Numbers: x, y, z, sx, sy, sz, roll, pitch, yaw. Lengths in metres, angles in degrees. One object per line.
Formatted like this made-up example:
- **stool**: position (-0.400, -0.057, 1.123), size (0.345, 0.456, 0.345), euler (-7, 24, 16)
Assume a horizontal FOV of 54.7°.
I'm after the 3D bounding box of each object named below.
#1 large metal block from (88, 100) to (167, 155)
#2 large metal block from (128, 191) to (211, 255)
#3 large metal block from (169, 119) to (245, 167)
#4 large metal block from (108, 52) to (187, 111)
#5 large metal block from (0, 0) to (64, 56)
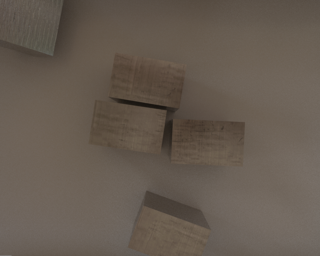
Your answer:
- **large metal block**: position (-0.036, -0.001, 0.383), size (0.081, 0.080, 0.050), euler (8, 90, -1)
- **large metal block**: position (0.011, 0.123, 0.384), size (0.080, 0.080, 0.050), euler (20, 90, -1)
- **large metal block**: position (0.053, 0.016, 0.385), size (0.081, 0.080, 0.050), euler (3, 90, -1)
- **large metal block**: position (-0.014, -0.053, 0.384), size (0.080, 0.080, 0.050), euler (9, 90, -1)
- **large metal block**: position (-0.172, -0.138, 0.375), size (0.050, 0.081, 0.080), euler (11, 90, 42)
